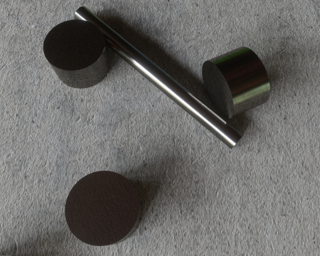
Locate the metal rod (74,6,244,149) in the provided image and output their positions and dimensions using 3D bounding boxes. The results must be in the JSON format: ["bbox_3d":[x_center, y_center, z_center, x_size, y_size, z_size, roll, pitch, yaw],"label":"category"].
[{"bbox_3d":[-0.010,-0.078,0.436,0.300,0.025,0.025,41,75,13],"label":"metal rod"}]

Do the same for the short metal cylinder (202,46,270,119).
[{"bbox_3d":[0.096,-0.058,0.401,0.050,0.080,0.080,-24,72,-8],"label":"short metal cylinder"}]

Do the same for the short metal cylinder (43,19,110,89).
[{"bbox_3d":[-0.113,-0.102,0.431,0.081,0.050,0.080,0,70,0],"label":"short metal cylinder"}]

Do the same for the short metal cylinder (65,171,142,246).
[{"bbox_3d":[-0.063,0.094,0.360,0.081,0.050,0.080,0,70,0],"label":"short metal cylinder"}]
